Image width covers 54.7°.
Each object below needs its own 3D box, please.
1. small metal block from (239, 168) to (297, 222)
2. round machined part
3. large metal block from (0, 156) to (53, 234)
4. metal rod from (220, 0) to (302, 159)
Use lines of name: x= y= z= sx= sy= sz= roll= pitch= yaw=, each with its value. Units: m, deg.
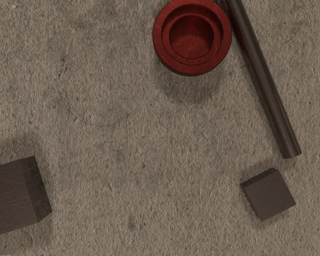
small metal block: x=0.143 y=0.088 z=0.412 sx=0.050 sy=0.025 sz=0.050 roll=-27 pitch=90 yaw=-1
round machined part: x=0.040 y=-0.115 z=0.402 sx=0.099 sy=0.042 sz=0.097 roll=0 pitch=90 yaw=-1
large metal block: x=-0.196 y=0.087 z=0.395 sx=0.080 sy=0.050 sz=0.080 roll=-17 pitch=90 yaw=-1
metal rod: x=0.121 y=-0.102 z=0.411 sx=0.025 sy=0.025 sz=0.299 roll=-22 pitch=90 yaw=0
